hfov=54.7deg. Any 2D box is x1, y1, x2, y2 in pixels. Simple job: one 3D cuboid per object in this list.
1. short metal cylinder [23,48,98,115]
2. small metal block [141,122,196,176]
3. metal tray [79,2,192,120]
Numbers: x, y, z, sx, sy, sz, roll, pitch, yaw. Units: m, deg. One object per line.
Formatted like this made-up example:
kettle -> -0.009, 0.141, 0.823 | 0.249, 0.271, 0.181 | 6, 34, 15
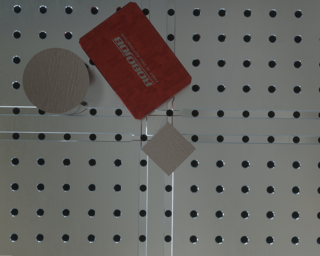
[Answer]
short metal cylinder -> -0.126, -0.058, 0.400 | 0.081, 0.050, 0.079 | 0, 90, 0
small metal block -> 0.011, 0.027, 0.413 | 0.050, 0.025, 0.050 | 45, 90, 0
metal tray -> -0.032, -0.086, 0.410 | 0.090, 0.030, 0.130 | -37, 90, 0
